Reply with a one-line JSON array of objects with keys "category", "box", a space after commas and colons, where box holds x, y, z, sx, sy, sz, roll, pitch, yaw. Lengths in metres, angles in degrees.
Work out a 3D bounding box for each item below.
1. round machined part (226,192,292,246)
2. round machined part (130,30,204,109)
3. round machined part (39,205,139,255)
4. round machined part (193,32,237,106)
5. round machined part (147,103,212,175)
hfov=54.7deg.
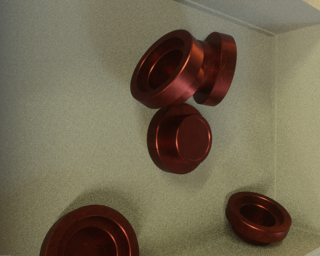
[{"category": "round machined part", "box": [0.152, 0.147, 0.493, 0.099, 0.098, 0.042, -10, 120, -40]}, {"category": "round machined part", "box": [0.013, -0.064, 0.370, 0.042, 0.098, 0.098, 34, 69, -35]}, {"category": "round machined part", "box": [-0.074, 0.132, 0.320, 0.099, 0.042, 0.098, 16, 60, -30]}, {"category": "round machined part", "box": [0.060, -0.080, 0.417, 0.042, 0.098, 0.097, 9, 84, -14]}, {"category": "round machined part", "box": [0.033, 0.015, 0.423, 0.099, 0.042, 0.097, 0, 90, -40]}]
